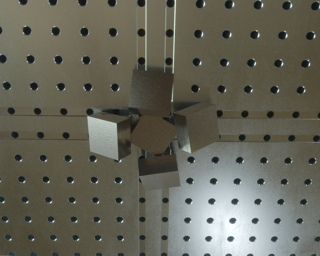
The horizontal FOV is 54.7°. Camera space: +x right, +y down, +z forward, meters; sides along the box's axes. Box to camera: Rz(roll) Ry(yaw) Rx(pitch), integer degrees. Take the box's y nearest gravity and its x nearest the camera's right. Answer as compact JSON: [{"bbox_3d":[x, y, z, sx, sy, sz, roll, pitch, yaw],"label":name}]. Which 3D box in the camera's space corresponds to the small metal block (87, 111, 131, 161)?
[{"bbox_3d":[-0.066,0.009,0.404,0.050,0.025,0.050,13,114,32],"label":"small metal block"}]

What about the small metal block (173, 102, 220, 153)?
[{"bbox_3d":[0.048,-0.002,0.401,0.050,0.025,0.050,-22,113,-30],"label":"small metal block"}]

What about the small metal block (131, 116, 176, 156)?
[{"bbox_3d":[-0.009,0.005,0.415,0.050,0.025,0.050,30,107,-11],"label":"small metal block"}]

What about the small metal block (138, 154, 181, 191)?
[{"bbox_3d":[0.000,0.062,0.423,0.050,0.025,0.050,-8,146,3],"label":"small metal block"}]

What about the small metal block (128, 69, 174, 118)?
[{"bbox_3d":[-0.011,-0.042,0.384,0.050,0.025,0.050,6,74,-3],"label":"small metal block"}]
